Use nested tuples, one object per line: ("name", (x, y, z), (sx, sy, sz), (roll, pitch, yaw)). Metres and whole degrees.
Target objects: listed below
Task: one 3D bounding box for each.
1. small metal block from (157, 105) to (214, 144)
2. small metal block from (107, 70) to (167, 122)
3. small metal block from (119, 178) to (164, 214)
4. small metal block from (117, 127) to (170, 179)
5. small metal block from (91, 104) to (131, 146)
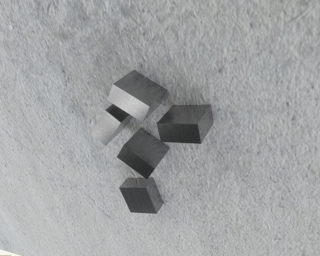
("small metal block", (0.031, -0.006, 0.370), (0.050, 0.050, 0.025), (1, 119, 27))
("small metal block", (-0.027, -0.040, 0.378), (0.050, 0.050, 0.025), (32, 128, 7))
("small metal block", (-0.029, 0.106, 0.486), (0.050, 0.025, 0.050), (-7, 115, 30))
("small metal block", (-0.022, 0.033, 0.421), (0.050, 0.050, 0.025), (36, 129, 4))
("small metal block", (-0.059, -0.011, 0.413), (0.025, 0.050, 0.050), (39, 129, 1))
